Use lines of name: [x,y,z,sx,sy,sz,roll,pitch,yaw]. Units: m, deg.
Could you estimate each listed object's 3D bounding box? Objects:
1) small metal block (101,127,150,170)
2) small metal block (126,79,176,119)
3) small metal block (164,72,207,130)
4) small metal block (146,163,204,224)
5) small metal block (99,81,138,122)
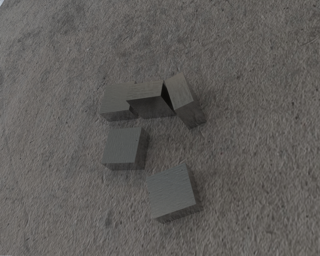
small metal block: [-0.045,0.028,0.410,0.050,0.025,0.050,-5,59,25]
small metal block: [-0.009,-0.037,0.415,0.050,0.050,0.025,-5,60,25]
small metal block: [0.033,-0.034,0.391,0.025,0.050,0.050,-25,53,13]
small metal block: [0.016,0.074,0.350,0.050,0.025,0.050,-23,53,14]
small metal block: [-0.057,-0.039,0.458,0.050,0.025,0.050,-6,59,25]
